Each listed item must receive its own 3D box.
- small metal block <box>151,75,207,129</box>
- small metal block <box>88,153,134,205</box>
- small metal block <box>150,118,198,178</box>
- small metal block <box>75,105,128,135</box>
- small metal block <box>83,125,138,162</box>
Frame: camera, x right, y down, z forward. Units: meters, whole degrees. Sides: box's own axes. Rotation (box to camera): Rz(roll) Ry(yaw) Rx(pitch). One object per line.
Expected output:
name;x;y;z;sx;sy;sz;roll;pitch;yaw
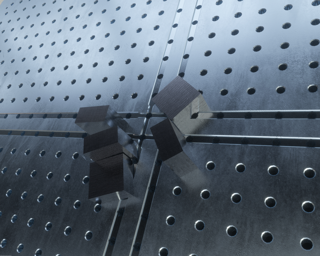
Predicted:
small metal block;0.025;-0.036;0.416;0.050;0.025;0.050;-42;51;-1
small metal block;-0.063;0.066;0.399;0.050;0.025;0.050;-18;55;17
small metal block;0.017;0.024;0.368;0.025;0.050;0.050;-30;52;9
small metal block;-0.082;-0.007;0.438;0.050;0.050;0.025;-3;61;26
small metal block;-0.064;0.026;0.408;0.050;0.050;0.025;-19;55;17
